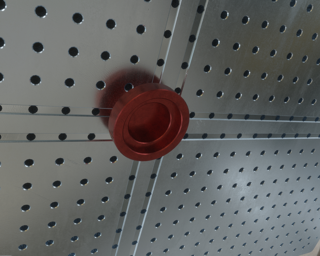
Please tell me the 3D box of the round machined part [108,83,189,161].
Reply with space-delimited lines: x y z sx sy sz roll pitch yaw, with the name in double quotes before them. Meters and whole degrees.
"round machined part" -0.017 -0.011 0.384 0.099 0.042 0.097 -14 124 -21
